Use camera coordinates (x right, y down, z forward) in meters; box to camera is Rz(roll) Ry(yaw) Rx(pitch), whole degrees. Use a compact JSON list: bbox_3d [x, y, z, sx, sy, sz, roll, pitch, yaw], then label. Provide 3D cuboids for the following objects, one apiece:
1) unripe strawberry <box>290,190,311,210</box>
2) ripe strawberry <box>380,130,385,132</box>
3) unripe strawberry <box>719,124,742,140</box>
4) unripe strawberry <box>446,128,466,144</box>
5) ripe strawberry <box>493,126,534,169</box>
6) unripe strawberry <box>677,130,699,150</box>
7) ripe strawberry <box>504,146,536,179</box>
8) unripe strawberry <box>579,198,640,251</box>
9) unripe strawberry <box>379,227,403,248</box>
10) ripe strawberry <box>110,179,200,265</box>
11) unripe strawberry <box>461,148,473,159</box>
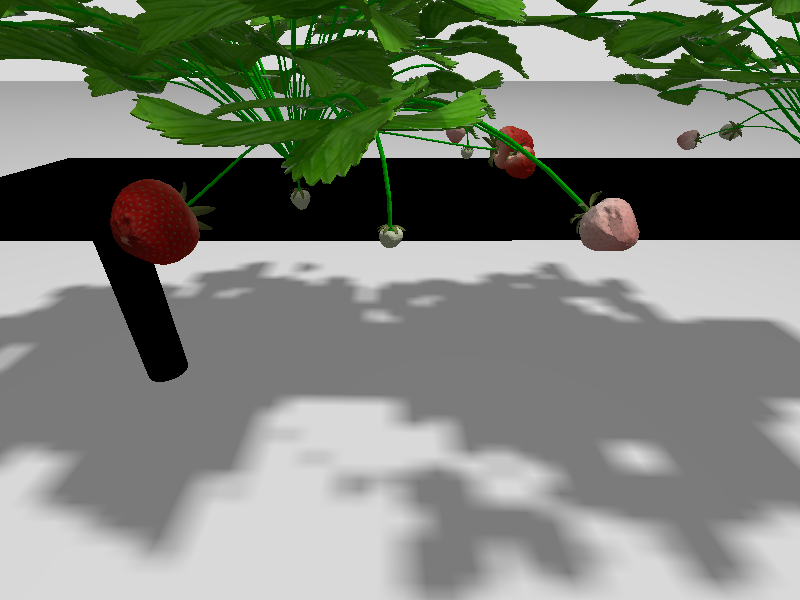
[{"bbox_3d":[-0.056,-0.057,0.226,0.011,0.011,0.010,-7,31,-11],"label":"unripe strawberry"},{"bbox_3d":[-0.021,-0.244,0.540,0.031,0.035,0.033,8,13,13],"label":"ripe strawberry"},{"bbox_3d":[0.396,-0.202,0.482,0.021,0.019,0.019,5,4,9],"label":"unripe strawberry"},{"bbox_3d":[0.065,-0.194,0.465,0.021,0.025,0.025,-27,39,-37],"label":"unripe strawberry"},{"bbox_3d":[0.096,-0.129,0.340,0.034,0.035,0.031,-1,30,-3],"label":"ripe strawberry"},{"bbox_3d":[0.308,-0.171,0.428,0.017,0.020,0.019,-15,28,-24],"label":"unripe strawberry"},{"bbox_3d":[0.095,-0.106,0.313,0.024,0.023,0.022,-29,21,23],"label":"ripe strawberry"},{"bbox_3d":[0.098,-0.033,0.186,0.028,0.025,0.026,-28,61,-39],"label":"unripe strawberry"},{"bbox_3d":[-0.004,-0.028,0.179,0.011,0.010,0.010,-13,33,-21],"label":"unripe strawberry"},{"bbox_3d":[-0.108,-0.032,0.173,0.032,0.036,0.035,3,31,6],"label":"ripe strawberry"},{"bbox_3d":[0.058,-0.126,0.346,0.010,0.010,0.009,-3,30,-4],"label":"unripe strawberry"}]
